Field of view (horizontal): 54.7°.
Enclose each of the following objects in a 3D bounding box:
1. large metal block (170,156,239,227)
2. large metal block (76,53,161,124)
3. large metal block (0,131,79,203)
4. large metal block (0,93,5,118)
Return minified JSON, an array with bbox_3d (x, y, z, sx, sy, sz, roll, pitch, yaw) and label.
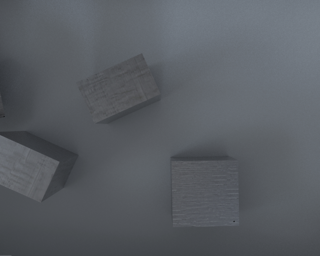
[{"bbox_3d":[0.055,0.079,0.399,0.081,0.050,0.080,-1,90,0],"label":"large metal block"},{"bbox_3d":[-0.046,-0.044,0.383,0.080,0.080,0.050,-24,90,0],"label":"large metal block"},{"bbox_3d":[-0.158,0.043,0.383,0.080,0.080,0.050,24,90,0],"label":"large metal block"},{"bbox_3d":[-0.240,-0.049,0.366,0.081,0.050,0.079,-16,117,-35],"label":"large metal block"}]
